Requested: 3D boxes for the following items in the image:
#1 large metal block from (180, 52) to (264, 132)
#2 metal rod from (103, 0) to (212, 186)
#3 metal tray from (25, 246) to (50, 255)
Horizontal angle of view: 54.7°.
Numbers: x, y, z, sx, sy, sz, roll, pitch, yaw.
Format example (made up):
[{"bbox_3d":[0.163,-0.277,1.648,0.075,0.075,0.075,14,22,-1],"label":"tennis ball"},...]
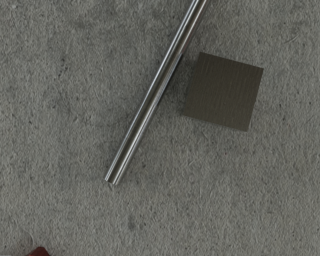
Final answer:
[{"bbox_3d":[0.077,-0.044,0.399,0.080,0.050,0.080,15,90,-1],"label":"large metal block"},{"bbox_3d":[0.002,-0.064,0.409,0.025,0.025,0.299,26,90,-1],"label":"metal rod"},{"bbox_3d":[-0.188,0.231,0.405,0.130,0.030,0.090,-35,90,-1],"label":"metal tray"}]
